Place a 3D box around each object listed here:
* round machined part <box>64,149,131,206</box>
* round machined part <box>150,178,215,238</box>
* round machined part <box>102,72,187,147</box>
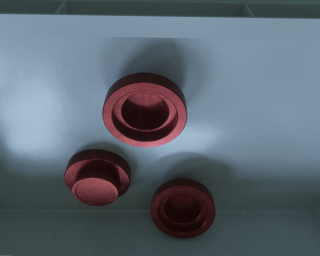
[{"bbox_3d":[-0.094,0.081,0.466,0.099,0.042,0.097,0,130,0],"label":"round machined part"},{"bbox_3d":[0.036,0.121,0.488,0.099,0.042,0.097,1,111,4],"label":"round machined part"},{"bbox_3d":[-0.018,-0.025,0.376,0.099,0.042,0.097,0,130,0],"label":"round machined part"}]
